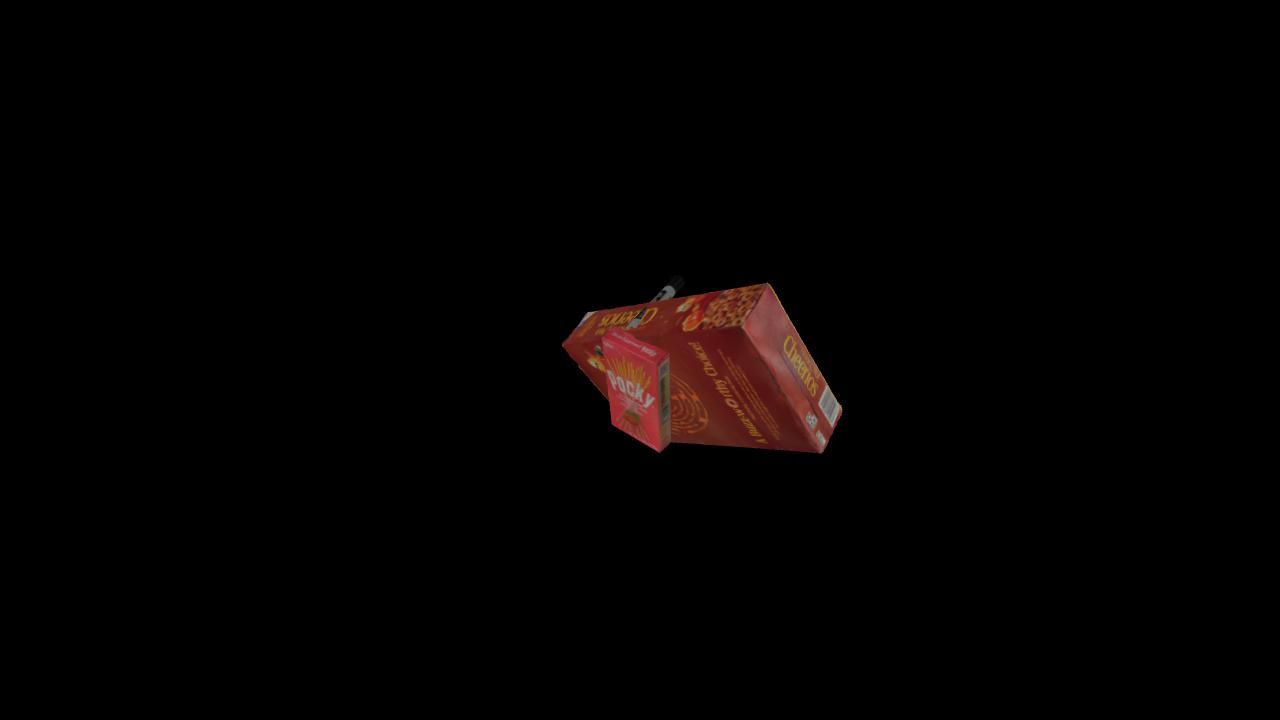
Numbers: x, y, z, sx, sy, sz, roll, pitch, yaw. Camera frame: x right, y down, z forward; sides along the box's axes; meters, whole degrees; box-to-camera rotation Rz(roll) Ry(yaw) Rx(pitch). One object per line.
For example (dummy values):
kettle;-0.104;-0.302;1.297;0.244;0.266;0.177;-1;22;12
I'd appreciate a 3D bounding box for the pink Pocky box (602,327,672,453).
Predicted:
pink Pocky box;-0.002;0.039;0.753;0.084;0.155;0.029;27;49;29

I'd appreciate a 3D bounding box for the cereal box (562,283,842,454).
cereal box;0.066;0.019;0.769;0.306;0.081;0.203;-4;-47;48

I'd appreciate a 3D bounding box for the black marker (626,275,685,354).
black marker;0.022;-0.070;0.767;0.020;0.020;0.121;0;36;40
